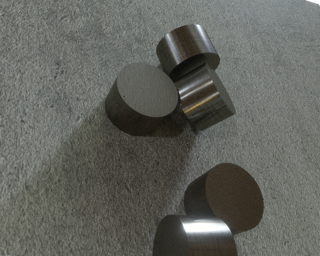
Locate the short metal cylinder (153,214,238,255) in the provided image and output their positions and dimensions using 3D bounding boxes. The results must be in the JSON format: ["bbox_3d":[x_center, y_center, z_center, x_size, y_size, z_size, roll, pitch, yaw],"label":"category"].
[{"bbox_3d":[0.032,0.128,0.307,0.050,0.080,0.080,10,58,-23],"label":"short metal cylinder"}]

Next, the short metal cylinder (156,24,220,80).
[{"bbox_3d":[0.040,-0.104,0.454,0.081,0.080,0.050,-8,66,-32],"label":"short metal cylinder"}]

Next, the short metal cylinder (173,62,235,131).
[{"bbox_3d":[0.061,-0.042,0.423,0.080,0.050,0.080,49,24,-29],"label":"short metal cylinder"}]

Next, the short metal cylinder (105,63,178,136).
[{"bbox_3d":[-0.024,-0.036,0.397,0.081,0.050,0.080,13,56,-21],"label":"short metal cylinder"}]

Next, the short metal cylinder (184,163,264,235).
[{"bbox_3d":[0.076,0.089,0.374,0.081,0.050,0.080,14,56,-21],"label":"short metal cylinder"}]
